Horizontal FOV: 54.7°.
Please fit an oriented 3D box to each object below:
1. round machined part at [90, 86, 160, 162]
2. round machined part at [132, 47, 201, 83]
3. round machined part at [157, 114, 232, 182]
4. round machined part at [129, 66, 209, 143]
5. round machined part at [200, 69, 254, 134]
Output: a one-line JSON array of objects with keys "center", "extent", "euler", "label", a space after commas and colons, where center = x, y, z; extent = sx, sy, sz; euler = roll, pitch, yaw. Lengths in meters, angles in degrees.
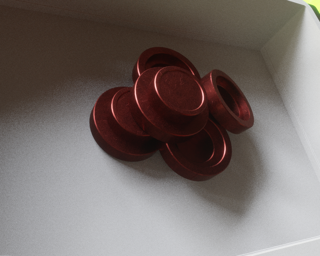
[{"center": [-0.033, -0.012, 0.381], "extent": [0.099, 0.042, 0.098], "euler": [14, 56, -21], "label": "round machined part"}, {"center": [0.007, -0.063, 0.436], "extent": [0.099, 0.042, 0.098], "euler": [14, 56, -21], "label": "round machined part"}, {"center": [0.040, 0.023, 0.402], "extent": [0.099, 0.042, 0.098], "euler": [14, 56, -21], "label": "round machined part"}, {"center": [0.017, -0.034, 0.368], "extent": [0.099, 0.042, 0.098], "euler": [14, 56, -21], "label": "round machined part"}, {"center": [0.089, -0.033, 0.449], "extent": [0.098, 0.042, 0.098], "euler": [32, 39, -31], "label": "round machined part"}]
